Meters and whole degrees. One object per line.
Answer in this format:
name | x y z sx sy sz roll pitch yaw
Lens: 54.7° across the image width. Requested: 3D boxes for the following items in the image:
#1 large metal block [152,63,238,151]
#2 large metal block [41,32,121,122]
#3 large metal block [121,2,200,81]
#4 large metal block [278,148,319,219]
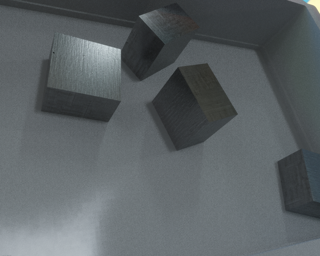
large metal block | 0.043 -0.027 0.412 0.050 0.080 0.080 -15 70 -34
large metal block | -0.094 -0.060 0.376 0.081 0.050 0.080 10 58 -24
large metal block | -0.002 -0.124 0.446 0.050 0.080 0.081 49 51 5
large metal block | 0.232 0.086 0.465 0.081 0.050 0.080 17 55 -19
